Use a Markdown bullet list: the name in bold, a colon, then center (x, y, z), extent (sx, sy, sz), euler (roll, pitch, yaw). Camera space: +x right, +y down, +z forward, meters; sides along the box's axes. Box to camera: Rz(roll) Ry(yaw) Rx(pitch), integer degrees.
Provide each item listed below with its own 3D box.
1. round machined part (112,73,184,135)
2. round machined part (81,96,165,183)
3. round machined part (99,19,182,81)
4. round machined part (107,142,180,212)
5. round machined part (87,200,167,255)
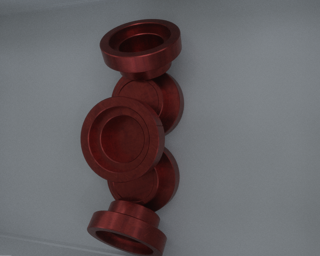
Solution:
- **round machined part**: center (-0.021, -0.033, 0.406), extent (0.098, 0.042, 0.097), euler (0, 90, 19)
- **round machined part**: center (-0.040, 0.013, 0.367), extent (0.098, 0.042, 0.097), euler (0, 90, 19)
- **round machined part**: center (-0.022, -0.095, 0.387), extent (0.098, 0.098, 0.042), euler (8, 135, 19)
- **round machined part**: center (-0.027, 0.065, 0.408), extent (0.098, 0.042, 0.097), euler (0, 90, 19)
- **round machined part**: center (-0.038, 0.126, 0.393), extent (0.098, 0.098, 0.042), euler (7, 55, 19)
